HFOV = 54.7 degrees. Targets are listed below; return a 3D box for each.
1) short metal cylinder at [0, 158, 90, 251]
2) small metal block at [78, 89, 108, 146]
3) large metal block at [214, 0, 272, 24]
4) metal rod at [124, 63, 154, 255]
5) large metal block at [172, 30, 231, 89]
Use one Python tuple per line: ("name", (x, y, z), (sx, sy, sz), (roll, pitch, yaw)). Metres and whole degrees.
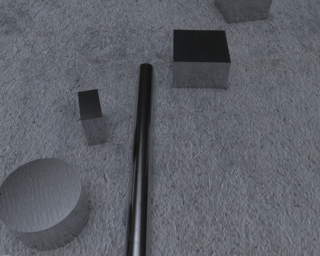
("short metal cylinder", (-0.117, 0.078, 0.321), (0.081, 0.050, 0.080), (0, 50, 0))
("small metal block", (-0.086, -0.013, 0.398), (0.025, 0.050, 0.050), (-11, 51, -9))
("large metal block", (0.159, -0.250, 0.598), (0.081, 0.050, 0.080), (-10, 51, -8))
("metal rod", (-0.022, 0.025, 0.382), (0.025, 0.025, 0.300), (0, 50, 0))
("large metal block", (0.060, -0.107, 0.477), (0.080, 0.050, 0.080), (1, 50, 1))
